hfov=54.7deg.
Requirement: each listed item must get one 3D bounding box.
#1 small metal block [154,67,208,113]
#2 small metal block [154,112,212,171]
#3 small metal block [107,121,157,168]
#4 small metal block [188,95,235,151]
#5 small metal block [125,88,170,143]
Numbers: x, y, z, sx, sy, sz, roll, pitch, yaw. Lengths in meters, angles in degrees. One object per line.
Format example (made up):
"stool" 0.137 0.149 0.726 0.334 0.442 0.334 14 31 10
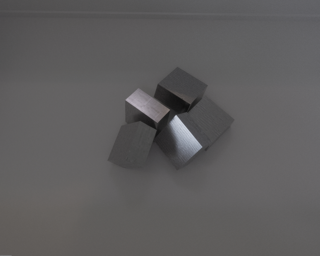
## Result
"small metal block" 0.028 -0.050 0.418 0.050 0.025 0.050 34 50 12
"small metal block" 0.028 0.016 0.388 0.050 0.050 0.025 52 34 15
"small metal block" -0.035 0.022 0.385 0.025 0.050 0.050 30 69 -27
"small metal block" 0.061 -0.006 0.412 0.050 0.025 0.050 43 75 13
"small metal block" -0.017 -0.015 0.398 0.050 0.050 0.025 36 62 14
